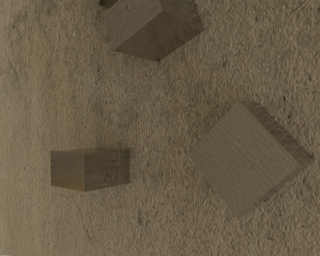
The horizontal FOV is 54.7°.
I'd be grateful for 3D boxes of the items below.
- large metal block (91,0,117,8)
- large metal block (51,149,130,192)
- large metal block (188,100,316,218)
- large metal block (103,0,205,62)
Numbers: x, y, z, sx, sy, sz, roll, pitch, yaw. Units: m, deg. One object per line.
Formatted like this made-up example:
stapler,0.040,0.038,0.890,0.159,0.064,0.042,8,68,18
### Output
large metal block,-0.078,-0.225,0.453,0.080,0.050,0.079,40,114,33
large metal block,-0.101,0.057,0.453,0.080,0.081,0.050,-1,90,40
large metal block,0.090,0.030,0.314,0.080,0.050,0.080,-51,60,27
large metal block,-0.007,-0.128,0.375,0.080,0.081,0.050,-27,73,37
